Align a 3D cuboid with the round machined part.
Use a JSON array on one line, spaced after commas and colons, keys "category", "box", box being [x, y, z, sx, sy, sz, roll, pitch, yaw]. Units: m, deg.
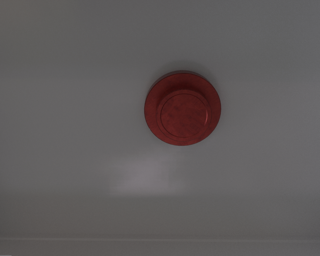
[{"category": "round machined part", "box": [0.029, -0.021, 0.395, 0.099, 0.042, 0.097, 0, 110, 0]}]
